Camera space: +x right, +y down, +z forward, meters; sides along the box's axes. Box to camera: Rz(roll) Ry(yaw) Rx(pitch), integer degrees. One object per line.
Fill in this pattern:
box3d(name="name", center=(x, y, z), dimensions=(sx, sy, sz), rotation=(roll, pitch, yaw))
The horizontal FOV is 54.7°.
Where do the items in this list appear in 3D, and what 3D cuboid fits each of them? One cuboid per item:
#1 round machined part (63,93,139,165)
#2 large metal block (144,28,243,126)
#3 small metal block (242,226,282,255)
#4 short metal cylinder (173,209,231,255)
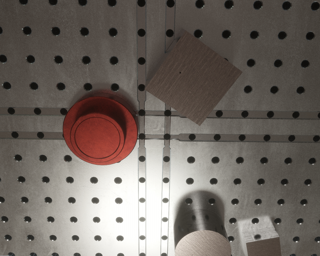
box3d(name="round machined part", center=(-0.078, 0.006, 0.405), dimensions=(0.099, 0.042, 0.097), rotation=(0, 110, -1))
box3d(name="large metal block", center=(0.038, -0.063, 0.378), dimensions=(0.080, 0.050, 0.080), rotation=(33, 107, -12))
box3d(name="small metal block", center=(0.159, 0.186, 0.485), dimensions=(0.050, 0.025, 0.050), rotation=(-12, 110, 4))
box3d(name="short metal cylinder", center=(0.061, 0.169, 0.463), dimensions=(0.081, 0.050, 0.079), rotation=(0, 110, -1))
